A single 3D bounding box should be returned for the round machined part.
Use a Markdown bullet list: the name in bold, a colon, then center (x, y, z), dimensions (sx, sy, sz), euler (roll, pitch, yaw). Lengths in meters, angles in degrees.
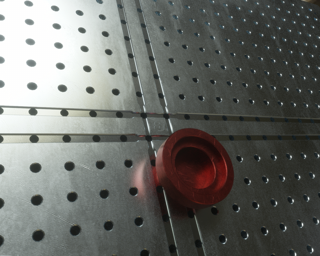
- **round machined part**: center (0.039, 0.053, 0.386), dimensions (0.099, 0.042, 0.098), euler (13, 56, -21)
